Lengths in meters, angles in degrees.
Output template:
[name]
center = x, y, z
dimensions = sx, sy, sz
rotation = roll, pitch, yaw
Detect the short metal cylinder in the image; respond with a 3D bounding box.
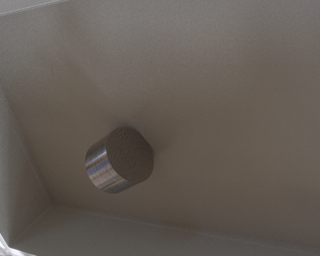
[short metal cylinder]
center = -0.055, 0.045, 0.431
dimensions = 0.050, 0.080, 0.080
rotation = -32, 101, 38
